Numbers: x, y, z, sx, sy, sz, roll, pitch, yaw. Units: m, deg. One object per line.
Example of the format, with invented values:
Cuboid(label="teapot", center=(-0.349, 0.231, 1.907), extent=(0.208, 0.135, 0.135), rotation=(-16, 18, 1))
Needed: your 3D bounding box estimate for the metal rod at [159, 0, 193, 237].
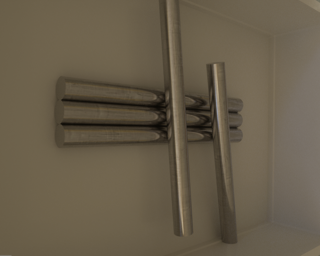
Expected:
Cuboid(label="metal rod", center=(0.021, -0.013, 0.391), extent=(0.025, 0.025, 0.298), rotation=(-7, 94, -40))

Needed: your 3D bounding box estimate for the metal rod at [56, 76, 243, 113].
Cuboid(label="metal rod", center=(0.013, -0.039, 0.418), extent=(0.302, 0.025, 0.025), rotation=(1, 90, -40))

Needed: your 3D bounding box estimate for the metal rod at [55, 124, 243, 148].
Cuboid(label="metal rod", center=(0.012, 0.010, 0.417), extent=(0.302, 0.025, 0.025), rotation=(1, 90, -40))

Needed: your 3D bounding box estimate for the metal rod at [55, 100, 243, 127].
Cuboid(label="metal rod", center=(0.012, -0.015, 0.417), extent=(0.302, 0.025, 0.025), rotation=(1, 90, -40))

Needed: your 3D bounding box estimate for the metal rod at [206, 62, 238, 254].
Cuboid(label="metal rod", center=(0.095, 0.054, 0.461), extent=(0.025, 0.025, 0.298), rotation=(-20, 110, -38))
